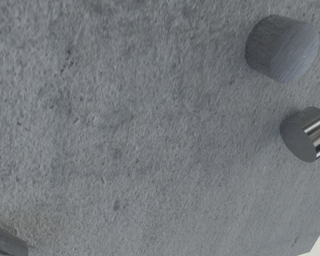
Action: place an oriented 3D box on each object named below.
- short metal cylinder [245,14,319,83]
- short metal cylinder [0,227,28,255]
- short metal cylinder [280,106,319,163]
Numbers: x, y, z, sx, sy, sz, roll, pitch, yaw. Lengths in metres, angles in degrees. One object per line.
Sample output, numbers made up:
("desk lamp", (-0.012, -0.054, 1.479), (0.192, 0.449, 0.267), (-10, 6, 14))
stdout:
("short metal cylinder", (0.163, -0.106, 0.416), (0.081, 0.050, 0.079), (-14, 125, -21))
("short metal cylinder", (-0.203, 0.156, 0.357), (0.080, 0.080, 0.050), (-37, 130, -4))
("short metal cylinder", (0.249, 0.011, 0.517), (0.050, 0.080, 0.080), (-31, 129, -9))
